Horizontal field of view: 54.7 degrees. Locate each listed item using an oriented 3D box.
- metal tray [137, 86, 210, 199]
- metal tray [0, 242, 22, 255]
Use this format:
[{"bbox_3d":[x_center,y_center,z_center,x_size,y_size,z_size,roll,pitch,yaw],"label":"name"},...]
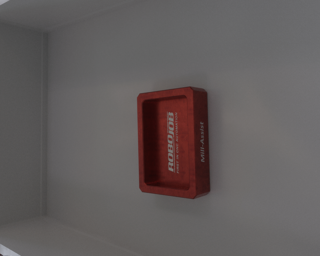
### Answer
[{"bbox_3d":[0.015,0.018,0.391,0.090,0.030,0.129,-2,88,40],"label":"metal tray"},{"bbox_3d":[-0.319,0.328,0.670,0.130,0.030,0.090,50,119,28],"label":"metal tray"}]
